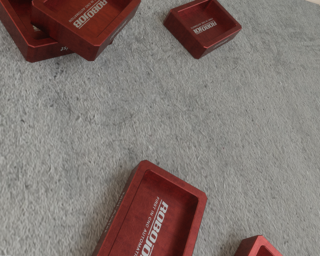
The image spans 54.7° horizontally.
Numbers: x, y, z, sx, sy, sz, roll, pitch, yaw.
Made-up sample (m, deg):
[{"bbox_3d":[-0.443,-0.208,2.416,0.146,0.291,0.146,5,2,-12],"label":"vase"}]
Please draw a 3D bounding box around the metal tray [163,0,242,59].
[{"bbox_3d":[0.079,-0.184,0.554,0.090,0.030,0.131,49,51,6],"label":"metal tray"}]

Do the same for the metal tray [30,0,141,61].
[{"bbox_3d":[-0.092,-0.155,0.406,0.090,0.030,0.130,33,51,-7],"label":"metal tray"}]

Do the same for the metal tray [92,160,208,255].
[{"bbox_3d":[-0.008,0.109,0.328,0.090,0.030,0.130,31,52,-8],"label":"metal tray"}]

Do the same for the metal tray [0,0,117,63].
[{"bbox_3d":[-0.134,-0.144,0.416,0.131,0.030,0.090,-26,76,-37],"label":"metal tray"}]

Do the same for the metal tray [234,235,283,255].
[{"bbox_3d":[0.132,0.200,0.349,0.130,0.030,0.090,45,51,3],"label":"metal tray"}]
